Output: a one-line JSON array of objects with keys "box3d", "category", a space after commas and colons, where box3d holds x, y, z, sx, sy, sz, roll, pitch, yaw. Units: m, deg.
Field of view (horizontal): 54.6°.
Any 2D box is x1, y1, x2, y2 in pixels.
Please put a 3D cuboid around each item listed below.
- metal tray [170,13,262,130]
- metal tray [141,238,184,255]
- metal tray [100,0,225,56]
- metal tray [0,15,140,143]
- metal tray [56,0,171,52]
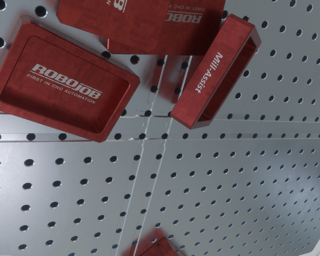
[{"box3d": [0.071, -0.062, 0.377, 0.129, 0.030, 0.090, -60, 162, 15], "category": "metal tray"}, {"box3d": [0.008, 0.268, 0.576, 0.090, 0.030, 0.130, -38, 129, -3], "category": "metal tray"}, {"box3d": [0.005, -0.126, 0.332, 0.131, 0.030, 0.089, -5, 121, -26], "category": "metal tray"}, {"box3d": [-0.097, -0.044, 0.326, 0.131, 0.030, 0.090, 23, 106, -36], "category": "metal tray"}, {"box3d": [-0.030, -0.143, 0.274, 0.091, 0.030, 0.129, 15, 103, -16], "category": "metal tray"}]
